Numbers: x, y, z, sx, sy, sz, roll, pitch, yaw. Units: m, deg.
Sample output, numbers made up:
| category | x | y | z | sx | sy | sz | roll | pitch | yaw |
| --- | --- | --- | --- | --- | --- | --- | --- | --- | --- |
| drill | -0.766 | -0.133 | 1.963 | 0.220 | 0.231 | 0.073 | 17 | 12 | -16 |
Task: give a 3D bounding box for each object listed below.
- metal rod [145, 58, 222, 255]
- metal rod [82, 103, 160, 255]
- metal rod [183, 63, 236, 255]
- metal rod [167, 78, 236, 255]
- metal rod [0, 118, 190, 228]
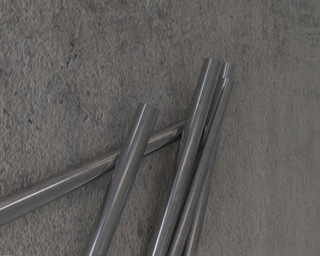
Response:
| category | x | y | z | sx | sy | sz | roll | pitch | yaw |
| --- | --- | --- | --- | --- | --- | --- | --- | --- | --- |
| metal rod | 0.027 | 0.055 | 0.402 | 0.025 | 0.025 | 0.299 | 20 | 85 | -38 |
| metal rod | -0.063 | 0.115 | 0.330 | 0.025 | 0.025 | 0.299 | 26 | 81 | -37 |
| metal rod | 0.073 | 0.044 | 0.465 | 0.025 | 0.025 | 0.299 | 23 | 75 | -38 |
| metal rod | 0.052 | 0.069 | 0.434 | 0.025 | 0.025 | 0.299 | 28 | 77 | -37 |
| metal rod | -0.055 | 0.038 | 0.358 | 0.302 | 0.025 | 0.025 | -23 | 105 | -38 |
